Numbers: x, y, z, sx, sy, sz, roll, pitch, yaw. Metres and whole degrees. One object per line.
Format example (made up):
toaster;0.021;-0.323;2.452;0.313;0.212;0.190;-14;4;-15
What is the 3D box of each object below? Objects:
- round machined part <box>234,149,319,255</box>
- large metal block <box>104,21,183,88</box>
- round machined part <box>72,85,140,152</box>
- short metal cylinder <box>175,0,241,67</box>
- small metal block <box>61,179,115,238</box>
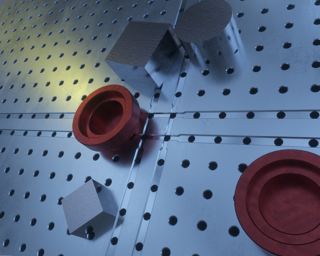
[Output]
round machined part;0.123;0.073;0.288;0.098;0.042;0.098;-13;56;21
large metal block;-0.024;-0.114;0.475;0.080;0.050;0.080;18;71;35
round machined part;-0.072;-0.010;0.441;0.098;0.042;0.098;-13;56;21
short metal cylinder;0.068;-0.135;0.439;0.080;0.050;0.080;-13;56;21
small metal block;-0.093;0.102;0.395;0.050;0.025;0.050;-35;51;5
